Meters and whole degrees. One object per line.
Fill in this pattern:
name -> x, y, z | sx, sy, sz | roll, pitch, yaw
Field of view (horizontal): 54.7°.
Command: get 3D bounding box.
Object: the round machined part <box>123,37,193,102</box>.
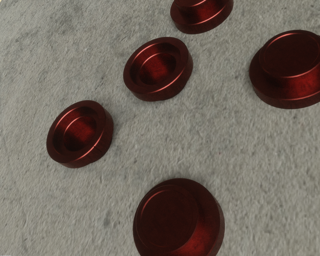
round machined part -> 0.001, -0.078, 0.439 | 0.098, 0.042, 0.098 | -13, 56, 20

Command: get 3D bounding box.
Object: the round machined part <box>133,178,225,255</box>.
round machined part -> 0.014, 0.098, 0.324 | 0.098, 0.042, 0.098 | -13, 56, 20

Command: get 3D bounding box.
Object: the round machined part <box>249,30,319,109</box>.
round machined part -> 0.153, -0.074, 0.358 | 0.098, 0.042, 0.098 | -13, 56, 20

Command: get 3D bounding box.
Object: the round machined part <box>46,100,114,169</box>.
round machined part -> -0.108, 0.012, 0.440 | 0.098, 0.042, 0.098 | -13, 56, 20

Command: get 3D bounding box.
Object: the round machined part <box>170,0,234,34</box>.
round machined part -> 0.061, -0.197, 0.481 | 0.098, 0.042, 0.098 | -13, 56, 20
